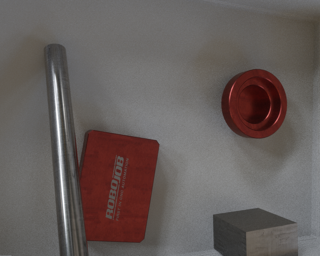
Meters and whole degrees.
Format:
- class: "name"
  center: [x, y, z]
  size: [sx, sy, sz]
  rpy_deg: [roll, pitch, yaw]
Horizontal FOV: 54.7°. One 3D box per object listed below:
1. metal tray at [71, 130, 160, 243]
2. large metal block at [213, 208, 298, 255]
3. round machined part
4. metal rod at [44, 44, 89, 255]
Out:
- class: "metal tray"
  center: [-0.057, 0.072, 0.388]
  size: [0.091, 0.030, 0.129]
  rpy_deg: [10, 87, -20]
- class: "large metal block"
  center: [0.130, 0.151, 0.431]
  size: [0.081, 0.080, 0.050]
  rpy_deg: [-2, 91, -20]
- class: "round machined part"
  center: [0.132, -0.034, 0.452]
  size: [0.099, 0.042, 0.097]
  rpy_deg: [0, 90, -21]
- class: "metal rod"
  center: [-0.095, 0.044, 0.313]
  size: [0.025, 0.025, 0.299]
  rpy_deg: [-4, 67, -20]
